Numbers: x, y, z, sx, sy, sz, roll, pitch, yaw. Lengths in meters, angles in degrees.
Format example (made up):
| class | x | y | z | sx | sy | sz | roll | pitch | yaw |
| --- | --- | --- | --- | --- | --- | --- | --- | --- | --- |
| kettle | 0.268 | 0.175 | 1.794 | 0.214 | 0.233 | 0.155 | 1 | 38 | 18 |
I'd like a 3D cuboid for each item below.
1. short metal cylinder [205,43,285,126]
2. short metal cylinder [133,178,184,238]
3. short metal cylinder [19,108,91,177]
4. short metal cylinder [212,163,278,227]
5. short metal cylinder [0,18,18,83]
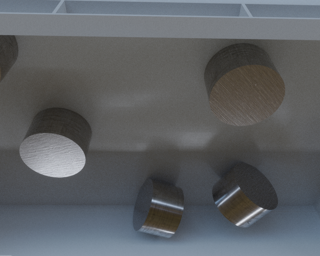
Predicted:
| class | x | y | z | sx | sy | sz | roll | pitch | yaw |
| --- | --- | --- | --- | --- | --- | --- | --- | --- | --- |
| short metal cylinder | 0.094 | -0.049 | 0.353 | 0.081 | 0.050 | 0.079 | 0 | 130 | 0 |
| short metal cylinder | -0.004 | 0.123 | 0.478 | 0.050 | 0.080 | 0.079 | 19 | 127 | -16 |
| short metal cylinder | -0.134 | 0.020 | 0.408 | 0.081 | 0.050 | 0.079 | 0 | 130 | 0 |
| short metal cylinder | 0.125 | 0.098 | 0.459 | 0.080 | 0.080 | 0.050 | 24 | 126 | -20 |
| short metal cylinder | -0.198 | -0.079 | 0.322 | 0.081 | 0.050 | 0.079 | 0 | 130 | 0 |
